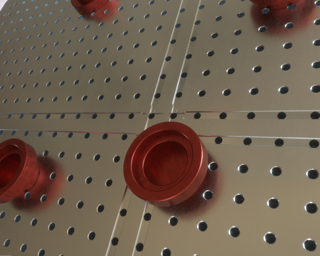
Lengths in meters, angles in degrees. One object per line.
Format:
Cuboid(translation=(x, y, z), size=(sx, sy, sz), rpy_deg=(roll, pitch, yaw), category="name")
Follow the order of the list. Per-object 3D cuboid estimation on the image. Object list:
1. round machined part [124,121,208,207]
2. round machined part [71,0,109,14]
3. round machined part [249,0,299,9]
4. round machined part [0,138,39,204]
Cuboid(translation=(0.010, 0.045, 0.366), size=(0.098, 0.042, 0.098), rpy_deg=(-13, 56, 21), category="round machined part")
Cuboid(translation=(-0.150, -0.293, 0.658), size=(0.098, 0.042, 0.098), rpy_deg=(-13, 56, 21), category="round machined part")
Cuboid(translation=(0.169, -0.208, 0.437), size=(0.098, 0.042, 0.098), rpy_deg=(-13, 56, 21), category="round machined part")
Cuboid(translation=(-0.228, 0.069, 0.477), size=(0.098, 0.042, 0.098), rpy_deg=(-13, 56, 21), category="round machined part")
